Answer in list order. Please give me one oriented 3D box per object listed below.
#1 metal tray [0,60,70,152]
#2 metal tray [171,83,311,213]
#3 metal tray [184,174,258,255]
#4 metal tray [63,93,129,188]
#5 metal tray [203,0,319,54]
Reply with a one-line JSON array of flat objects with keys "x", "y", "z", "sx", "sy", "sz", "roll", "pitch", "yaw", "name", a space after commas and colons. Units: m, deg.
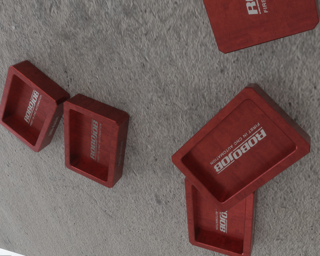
[{"x": -0.204, "y": -0.030, "z": 0.492, "sx": 0.090, "sy": 0.030, "sz": 0.129, "roll": 39, "pitch": 129, "yaw": 1, "name": "metal tray"}, {"x": 0.087, "y": 0.025, "z": 0.350, "sx": 0.090, "sy": 0.030, "sz": 0.129, "roll": 47, "pitch": 119, "yaw": 6, "name": "metal tray"}, {"x": 0.085, "y": 0.119, "z": 0.432, "sx": 0.090, "sy": 0.030, "sz": 0.129, "roll": 8, "pitch": 122, "yaw": 24, "name": "metal tray"}, {"x": -0.099, "y": 0.022, "z": 0.469, "sx": 0.090, "sy": 0.030, "sz": 0.129, "roll": 22, "pitch": 127, "yaw": 15, "name": "metal tray"}, {"x": 0.080, "y": -0.141, "z": 0.274, "sx": 0.090, "sy": 0.030, "sz": 0.129, "roll": -10, "pitch": 114, "yaw": 32, "name": "metal tray"}]
